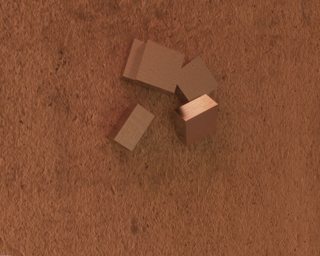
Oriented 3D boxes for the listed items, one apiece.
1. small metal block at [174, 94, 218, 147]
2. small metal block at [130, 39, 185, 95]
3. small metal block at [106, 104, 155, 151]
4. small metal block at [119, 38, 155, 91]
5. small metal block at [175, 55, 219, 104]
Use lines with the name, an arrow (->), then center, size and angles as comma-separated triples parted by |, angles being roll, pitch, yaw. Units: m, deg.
small metal block -> 0.048, -0.010, 0.413 | 0.050, 0.025, 0.050 | -28, 140, -18
small metal block -> -0.003, -0.073, 0.381 | 0.050, 0.025, 0.050 | 18, 84, -19
small metal block -> -0.038, -0.001, 0.382 | 0.025, 0.050, 0.050 | 36, 79, -17
small metal block -> -0.020, -0.080, 0.401 | 0.050, 0.025, 0.050 | 18, 84, -19
small metal block -> 0.044, -0.063, 0.425 | 0.050, 0.025, 0.050 | -40, 103, -16
